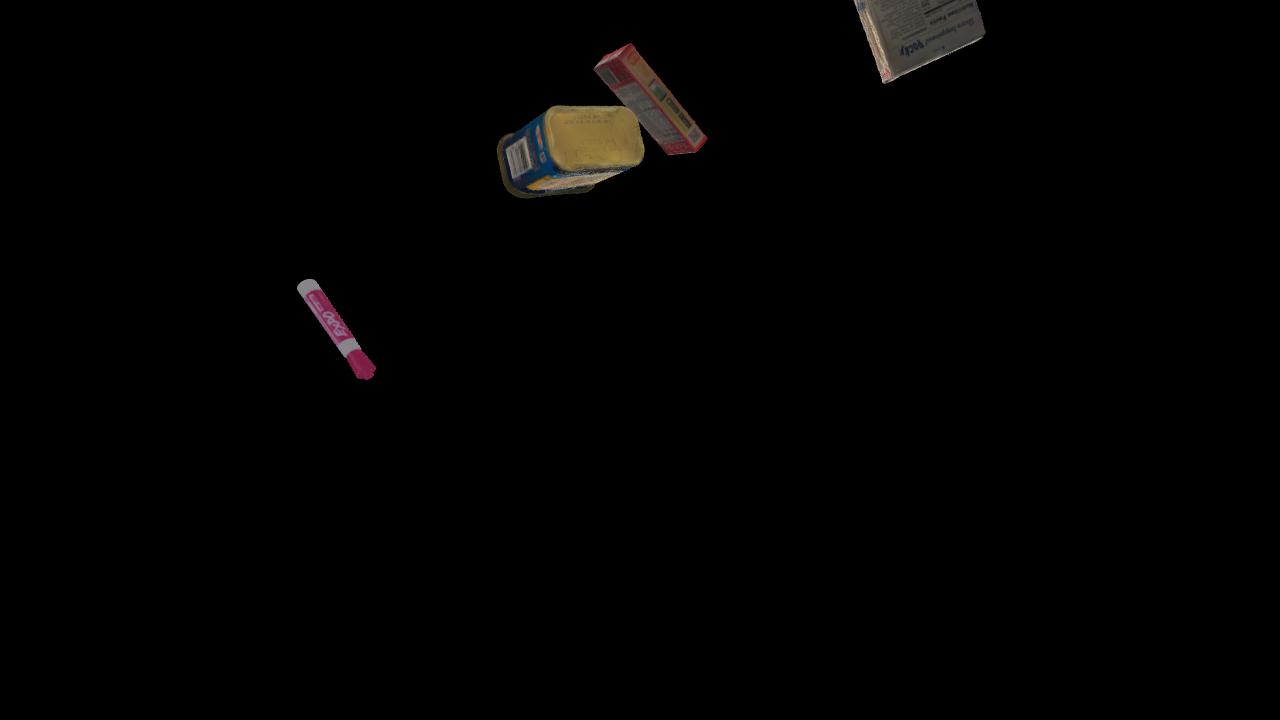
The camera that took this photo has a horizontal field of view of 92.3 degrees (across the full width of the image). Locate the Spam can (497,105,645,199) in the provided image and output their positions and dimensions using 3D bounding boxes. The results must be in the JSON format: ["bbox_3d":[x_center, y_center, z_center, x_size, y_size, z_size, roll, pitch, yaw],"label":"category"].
[{"bbox_3d":[-0.060,-0.182,0.539,0.101,0.058,0.085,-18,10,-36],"label":"Spam can"}]

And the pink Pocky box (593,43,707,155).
[{"bbox_3d":[0.014,-0.333,0.800,0.155,0.029,0.084,41,-5,-28],"label":"pink Pocky box"}]

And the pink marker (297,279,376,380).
[{"bbox_3d":[-0.289,-0.029,0.586,0.020,0.121,0.020,-37,-15,-12],"label":"pink marker"}]

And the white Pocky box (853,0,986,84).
[{"bbox_3d":[0.217,-0.322,0.507,0.084,0.154,0.028,-24,10,6],"label":"white Pocky box"}]
